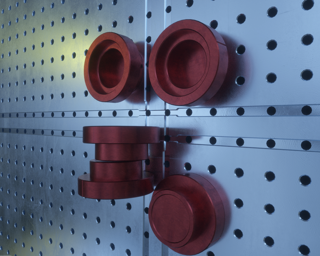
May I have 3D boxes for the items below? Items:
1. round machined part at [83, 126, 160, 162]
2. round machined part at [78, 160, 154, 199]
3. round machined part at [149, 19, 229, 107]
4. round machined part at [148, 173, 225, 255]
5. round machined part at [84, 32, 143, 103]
[{"bbox_3d":[-0.049,0.020,0.400,0.098,0.099,0.042,-1,88,39],"label":"round machined part"},{"bbox_3d":[-0.057,0.062,0.407,0.098,0.099,0.042,-1,90,39],"label":"round machined part"},{"bbox_3d":[0.037,-0.074,0.366,0.098,0.042,0.097,0,90,39],"label":"round machined part"},{"bbox_3d":[0.025,0.105,0.376,0.098,0.042,0.097,0,90,39],"label":"round machined part"},{"bbox_3d":[-0.063,-0.085,0.448,0.098,0.042,0.097,0,90,39],"label":"round machined part"}]
